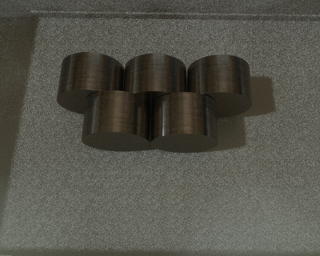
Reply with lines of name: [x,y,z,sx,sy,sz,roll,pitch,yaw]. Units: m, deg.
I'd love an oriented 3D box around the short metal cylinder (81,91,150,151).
short metal cylinder: [-0.053,-0.006,0.380,0.080,0.080,0.050,1,70,0]

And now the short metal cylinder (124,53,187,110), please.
short metal cylinder: [-0.006,-0.052,0.397,0.080,0.080,0.050,1,70,0]

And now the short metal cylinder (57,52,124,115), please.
short metal cylinder: [-0.087,-0.054,0.398,0.080,0.080,0.050,1,70,0]

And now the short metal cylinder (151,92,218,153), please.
short metal cylinder: [0.029,-0.004,0.380,0.080,0.080,0.050,1,70,0]

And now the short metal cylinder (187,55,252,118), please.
short metal cylinder: [0.075,-0.051,0.397,0.080,0.080,0.050,2,70,0]
